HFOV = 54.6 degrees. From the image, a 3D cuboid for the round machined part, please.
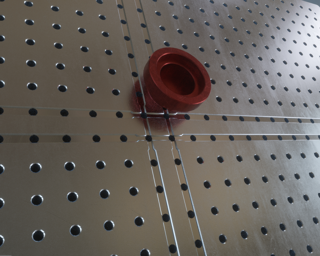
[{"bbox_3d":[0.021,-0.065,0.448,0.099,0.042,0.098,13,56,-21],"label":"round machined part"}]
